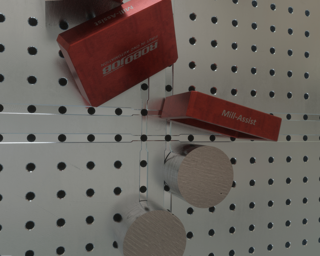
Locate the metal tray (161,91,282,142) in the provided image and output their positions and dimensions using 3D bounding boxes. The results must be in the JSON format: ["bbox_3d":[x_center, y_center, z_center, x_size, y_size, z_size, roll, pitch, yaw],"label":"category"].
[{"bbox_3d":[0.078,-0.013,0.406,0.131,0.090,0.030,15,85,-20],"label":"metal tray"}]

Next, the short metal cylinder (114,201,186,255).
[{"bbox_3d":[-0.013,0.138,0.395,0.081,0.050,0.079,0,90,-20],"label":"short metal cylinder"}]

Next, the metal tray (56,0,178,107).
[{"bbox_3d":[-0.042,-0.092,0.366,0.131,0.030,0.090,-33,142,-17],"label":"metal tray"}]

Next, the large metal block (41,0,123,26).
[{"bbox_3d":[-0.092,-0.155,0.349,0.081,0.080,0.050,-12,94,-20],"label":"large metal block"}]

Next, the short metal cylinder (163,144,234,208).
[{"bbox_3d":[0.051,0.062,0.418,0.081,0.050,0.079,0,91,-20],"label":"short metal cylinder"}]
